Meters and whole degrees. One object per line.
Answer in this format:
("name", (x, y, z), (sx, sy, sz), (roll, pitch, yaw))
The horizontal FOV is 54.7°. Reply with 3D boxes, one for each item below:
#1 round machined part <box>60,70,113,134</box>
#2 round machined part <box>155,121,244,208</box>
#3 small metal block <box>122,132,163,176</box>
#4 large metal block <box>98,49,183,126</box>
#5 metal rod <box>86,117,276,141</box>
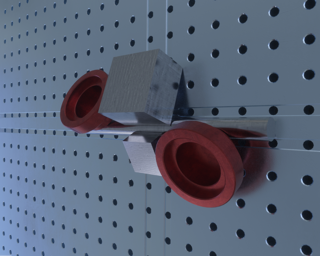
("round machined part", (-0.100, -0.035, 0.464), (0.098, 0.042, 0.098), (-20, 52, 29))
("round machined part", (0.047, 0.036, 0.344), (0.098, 0.042, 0.097), (20, 127, 30))
("small metal block", (-0.016, 0.033, 0.410), (0.050, 0.025, 0.050), (1, 120, 40))
("large metal block", (-0.025, -0.049, 0.399), (0.080, 0.050, 0.080), (1, 73, 40))
("metal rod", (-0.002, -0.001, 0.412), (0.300, 0.025, 0.025), (1, 91, 40))
